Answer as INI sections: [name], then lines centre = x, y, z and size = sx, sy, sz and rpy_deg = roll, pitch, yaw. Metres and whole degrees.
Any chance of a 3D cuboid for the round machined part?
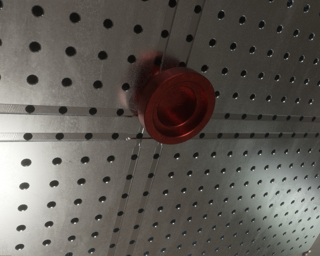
[round machined part]
centre = 0.017, -0.031, 0.392
size = 0.099, 0.042, 0.097
rpy_deg = -14, 125, -21
